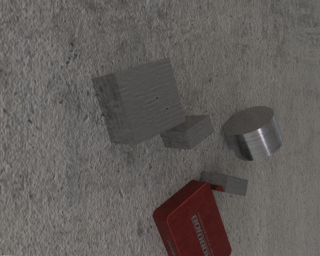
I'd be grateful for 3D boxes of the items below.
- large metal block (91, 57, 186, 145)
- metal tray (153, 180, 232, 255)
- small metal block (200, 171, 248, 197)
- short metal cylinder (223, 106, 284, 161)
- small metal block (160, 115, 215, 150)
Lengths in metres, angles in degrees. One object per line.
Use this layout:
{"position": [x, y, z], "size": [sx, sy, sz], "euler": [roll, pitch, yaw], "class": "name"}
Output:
{"position": [-0.023, -0.033, 0.369], "size": [0.081, 0.050, 0.080], "euler": [-25, 106, -37], "class": "large metal block"}
{"position": [0.050, 0.152, 0.444], "size": [0.091, 0.030, 0.129], "euler": [-32, 110, -35], "class": "metal tray"}
{"position": [0.096, 0.084, 0.469], "size": [0.050, 0.050, 0.025], "euler": [19, 78, -39], "class": "small metal block"}
{"position": [0.148, 0.007, 0.493], "size": [0.080, 0.080, 0.050], "euler": [-43, 116, -32], "class": "short metal cylinder"}
{"position": [0.036, 0.005, 0.419], "size": [0.050, 0.050, 0.025], "euler": [-33, 111, -35], "class": "small metal block"}
